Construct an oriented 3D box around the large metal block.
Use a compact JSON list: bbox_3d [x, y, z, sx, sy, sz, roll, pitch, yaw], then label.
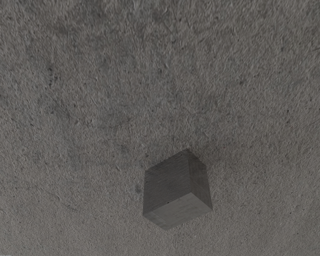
[{"bbox_3d":[0.023,0.088,0.446,0.080,0.080,0.050,-31,123,24],"label":"large metal block"}]
